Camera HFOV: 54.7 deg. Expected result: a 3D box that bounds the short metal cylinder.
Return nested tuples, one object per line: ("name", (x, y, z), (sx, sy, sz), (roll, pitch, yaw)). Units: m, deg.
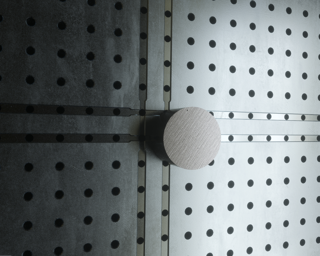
("short metal cylinder", (0.033, 0.013, 0.413), (0.081, 0.050, 0.079), (0, 90, -21))
